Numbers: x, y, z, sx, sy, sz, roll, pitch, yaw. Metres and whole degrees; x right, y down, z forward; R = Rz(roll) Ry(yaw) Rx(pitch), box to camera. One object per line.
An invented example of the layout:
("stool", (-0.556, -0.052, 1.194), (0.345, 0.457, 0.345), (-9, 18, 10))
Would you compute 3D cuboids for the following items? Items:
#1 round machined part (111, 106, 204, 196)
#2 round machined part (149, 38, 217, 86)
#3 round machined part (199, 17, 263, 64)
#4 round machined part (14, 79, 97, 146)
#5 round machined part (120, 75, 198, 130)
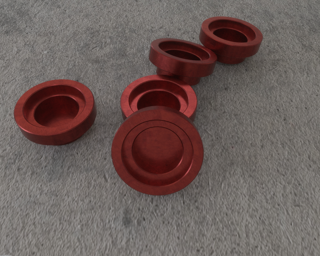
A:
("round machined part", (-0.002, 0.023, 0.349), (0.099, 0.097, 0.042), (2, 16, 1))
("round machined part", (0.031, -0.096, 0.460), (0.099, 0.042, 0.098), (9, 32, -6))
("round machined part", (0.112, -0.140, 0.504), (0.099, 0.042, 0.098), (5, 44, -5))
("round machined part", (-0.132, -0.016, 0.404), (0.099, 0.042, 0.098), (0, 50, 0))
("round machined part", (-0.001, -0.023, 0.412), (0.099, 0.042, 0.098), (0, 50, 0))
